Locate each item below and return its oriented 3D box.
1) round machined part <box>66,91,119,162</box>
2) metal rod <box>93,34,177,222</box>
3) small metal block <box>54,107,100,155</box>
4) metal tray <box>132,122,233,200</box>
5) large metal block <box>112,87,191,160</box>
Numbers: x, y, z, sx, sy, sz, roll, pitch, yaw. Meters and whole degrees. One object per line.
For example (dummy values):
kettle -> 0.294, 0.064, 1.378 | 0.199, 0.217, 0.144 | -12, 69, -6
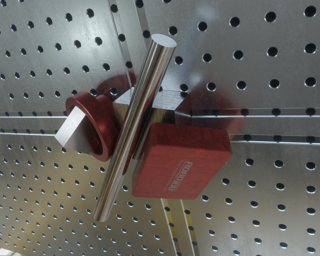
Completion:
round machined part -> -0.083, -0.006, 0.421 | 0.098, 0.042, 0.097 | 37, 145, 32
metal rod -> -0.043, 0.025, 0.383 | 0.025, 0.025, 0.298 | 30, 128, 8
small metal block -> -0.102, 0.004, 0.413 | 0.025, 0.050, 0.050 | 38, 95, 35
metal tray -> 0.020, 0.047, 0.382 | 0.091, 0.030, 0.129 | 6, 143, -13
large metal block -> -0.007, -0.003, 0.395 | 0.080, 0.050, 0.079 | 9, 122, 23
